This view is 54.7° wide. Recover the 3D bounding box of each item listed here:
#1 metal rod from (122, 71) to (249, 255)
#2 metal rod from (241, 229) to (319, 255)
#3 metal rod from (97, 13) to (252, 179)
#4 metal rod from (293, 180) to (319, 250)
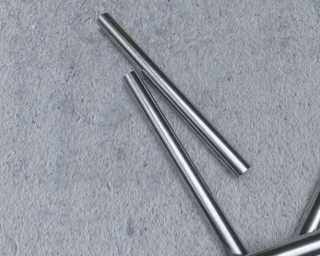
[{"bbox_3d":[0.032,0.051,0.389,0.025,0.025,0.299,-28,73,-10],"label":"metal rod"},{"bbox_3d":[0.044,0.164,0.327,0.301,0.025,0.025,-19,71,1],"label":"metal rod"},{"bbox_3d":[0.010,-0.054,0.427,0.025,0.025,0.300,-37,74,-12],"label":"metal rod"},{"bbox_3d":[0.172,0.126,0.362,0.025,0.025,0.300,31,73,10],"label":"metal rod"}]
